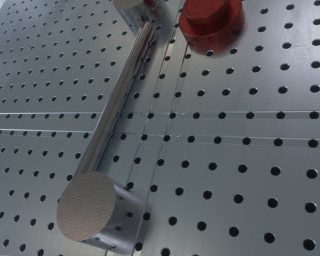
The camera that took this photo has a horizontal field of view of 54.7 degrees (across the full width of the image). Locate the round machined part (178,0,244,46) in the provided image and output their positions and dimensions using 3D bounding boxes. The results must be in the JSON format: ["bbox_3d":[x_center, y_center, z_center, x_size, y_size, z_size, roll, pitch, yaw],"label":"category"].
[{"bbox_3d":[0.073,-0.175,0.466,0.098,0.042,0.098,-13,56,21],"label":"round machined part"}]

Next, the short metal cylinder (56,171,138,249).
[{"bbox_3d":[-0.074,0.098,0.371,0.080,0.050,0.080,-13,56,21],"label":"short metal cylinder"}]

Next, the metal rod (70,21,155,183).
[{"bbox_3d":[-0.066,-0.040,0.467,0.025,0.025,0.300,6,64,31],"label":"metal rod"}]

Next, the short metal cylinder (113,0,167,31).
[{"bbox_3d":[-0.035,-0.219,0.545,0.080,0.050,0.080,-13,56,21],"label":"short metal cylinder"}]
